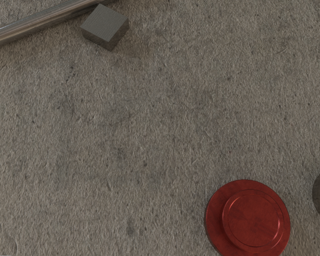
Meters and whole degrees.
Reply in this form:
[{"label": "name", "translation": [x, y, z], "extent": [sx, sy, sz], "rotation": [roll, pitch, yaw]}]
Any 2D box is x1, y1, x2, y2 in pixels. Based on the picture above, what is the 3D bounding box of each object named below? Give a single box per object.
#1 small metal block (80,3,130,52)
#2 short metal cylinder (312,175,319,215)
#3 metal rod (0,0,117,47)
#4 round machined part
[{"label": "small metal block", "translation": [-0.081, -0.150, 0.462], "extent": [0.050, 0.025, 0.050], "rotation": [30, 73, 10]}, {"label": "short metal cylinder", "translation": [0.232, 0.080, 0.367], "extent": [0.081, 0.050, 0.080], "rotation": [0, 70, 0]}, {"label": "metal rod", "translation": [-0.146, -0.177, 0.471], "extent": [0.302, 0.025, 0.025], "rotation": [-26, 72, -9]}, {"label": "round machined part", "translation": [0.103, 0.108, 0.360], "extent": [0.099, 0.042, 0.098], "rotation": [0, 70, 0]}]
